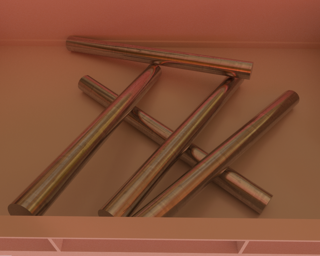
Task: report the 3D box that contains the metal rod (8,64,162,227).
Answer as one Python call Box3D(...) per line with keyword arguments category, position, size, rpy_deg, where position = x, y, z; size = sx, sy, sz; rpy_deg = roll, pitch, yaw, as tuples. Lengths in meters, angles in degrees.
Box3D(category="metal rod", position=(-0.058, -0.010, 0.358), size=(0.025, 0.025, 0.301), rpy_deg=(15, 36, 12))

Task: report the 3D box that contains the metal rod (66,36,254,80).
Box3D(category="metal rod", position=(-0.012, -0.111, 0.477), size=(0.301, 0.025, 0.025), rpy_deg=(13, 51, 18))

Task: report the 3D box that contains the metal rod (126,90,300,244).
Box3D(category="metal rod", position=(0.083, 0.024, 0.355), size=(0.025, 0.025, 0.302), rpy_deg=(37, 50, 27))

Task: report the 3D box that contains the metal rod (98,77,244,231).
Box3D(category="metal rod", position=(0.036, 0.002, 0.372), size=(0.025, 0.025, 0.302), rpy_deg=(26, 45, 20))

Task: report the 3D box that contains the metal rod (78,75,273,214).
Box3D(category="metal rod", position=(0.002, 0.008, 0.398), size=(0.300, 0.025, 0.025), rpy_deg=(33, 58, 25))
